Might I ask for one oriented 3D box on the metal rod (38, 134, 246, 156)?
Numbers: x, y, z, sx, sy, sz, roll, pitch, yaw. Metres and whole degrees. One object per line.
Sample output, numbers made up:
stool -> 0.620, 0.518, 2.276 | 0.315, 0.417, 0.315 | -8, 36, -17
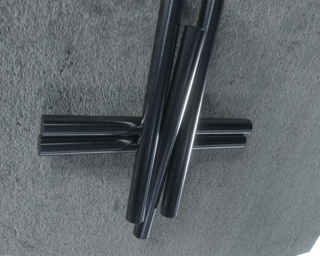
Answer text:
metal rod -> -0.003, 0.019, 0.421 | 0.303, 0.025, 0.025 | 0, 119, -29

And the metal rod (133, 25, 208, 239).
metal rod -> 0.006, 0.023, 0.394 | 0.025, 0.025, 0.298 | 0, 118, -29

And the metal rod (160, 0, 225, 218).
metal rod -> 0.038, -0.020, 0.390 | 0.025, 0.025, 0.298 | 0, 110, -29

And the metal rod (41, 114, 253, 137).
metal rod -> 0.004, -0.002, 0.411 | 0.303, 0.025, 0.025 | 0, 119, -29

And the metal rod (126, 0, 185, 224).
metal rod -> -0.008, -0.020, 0.366 | 0.025, 0.025, 0.298 | 0, 110, -29
